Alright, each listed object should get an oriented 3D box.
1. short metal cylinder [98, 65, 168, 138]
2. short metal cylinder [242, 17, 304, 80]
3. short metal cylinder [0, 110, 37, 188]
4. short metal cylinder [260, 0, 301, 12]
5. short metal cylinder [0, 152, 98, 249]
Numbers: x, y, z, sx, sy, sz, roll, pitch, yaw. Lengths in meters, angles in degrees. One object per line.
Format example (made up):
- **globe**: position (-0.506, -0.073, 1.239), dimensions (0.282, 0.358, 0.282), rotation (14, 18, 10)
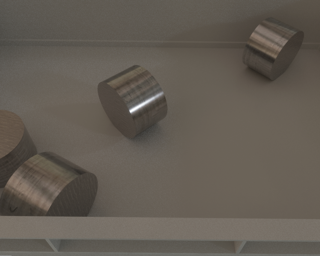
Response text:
- **short metal cylinder**: position (-0.036, -0.034, 0.397), dimensions (0.050, 0.080, 0.080), rotation (-33, 58, -25)
- **short metal cylinder**: position (0.172, -0.121, 0.473), dimensions (0.080, 0.080, 0.050), rotation (-36, 59, -26)
- **short metal cylinder**: position (-0.194, 0.024, 0.366), dimensions (0.081, 0.050, 0.080), rotation (0, 50, 0)
- **short metal cylinder**: position (0.251, -0.282, 0.631), dimensions (0.081, 0.050, 0.080), rotation (0, 50, 0)
- **short metal cylinder**: position (-0.108, 0.070, 0.309), dimensions (0.050, 0.080, 0.080), rotation (24, 54, 18)
